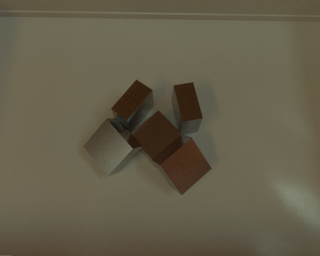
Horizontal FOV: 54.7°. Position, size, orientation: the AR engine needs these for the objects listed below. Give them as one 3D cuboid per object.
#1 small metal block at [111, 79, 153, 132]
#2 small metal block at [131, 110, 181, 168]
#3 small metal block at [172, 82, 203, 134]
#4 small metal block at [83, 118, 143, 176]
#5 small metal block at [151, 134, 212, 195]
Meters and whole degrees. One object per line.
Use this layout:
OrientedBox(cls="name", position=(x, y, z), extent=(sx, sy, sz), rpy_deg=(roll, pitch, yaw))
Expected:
OrientedBox(cls="small metal block", position=(-0.034, -0.027, 0.403), extent=(0.025, 0.050, 0.050), rpy_deg=(35, 74, 12))
OrientedBox(cls="small metal block", position=(-0.004, 0.014, 0.402), extent=(0.050, 0.025, 0.050), rpy_deg=(-40, 75, -14))
OrientedBox(cls="small metal block", position=(0.034, -0.024, 0.403), extent=(0.025, 0.050, 0.050), rpy_deg=(-10, 70, -5))
OrientedBox(cls="small metal block", position=(-0.059, 0.023, 0.386), extent=(0.050, 0.025, 0.050), rpy_deg=(47, 109, 14))
OrientedBox(cls="small metal block", position=(0.027, 0.044, 0.378), extent=(0.050, 0.025, 0.050), rpy_deg=(-39, 112, -14))
